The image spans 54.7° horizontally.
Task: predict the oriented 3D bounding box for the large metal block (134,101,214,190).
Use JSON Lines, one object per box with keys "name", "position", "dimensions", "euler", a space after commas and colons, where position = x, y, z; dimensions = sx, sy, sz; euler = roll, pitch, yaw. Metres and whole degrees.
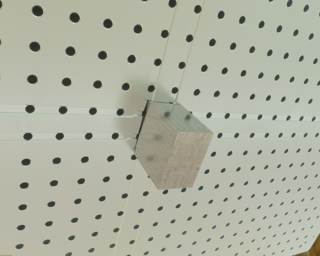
{"name": "large metal block", "position": [0.013, 0.021, 0.396], "dimensions": [0.050, 0.080, 0.079], "euler": [3, 117, -30]}
